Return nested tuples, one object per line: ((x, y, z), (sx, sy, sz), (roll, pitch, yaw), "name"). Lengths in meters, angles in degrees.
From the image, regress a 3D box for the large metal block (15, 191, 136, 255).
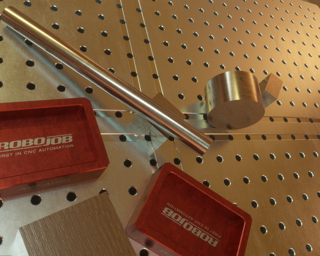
((-0.074, 0.116, 0.281), (0.081, 0.050, 0.080), (-18, 71, -35), "large metal block")

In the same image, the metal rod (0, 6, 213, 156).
((-0.067, -0.059, 0.384), (0.301, 0.025, 0.025), (34, 51, 3), "metal rod")

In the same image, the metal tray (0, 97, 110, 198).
((-0.129, 0.017, 0.324), (0.131, 0.030, 0.090), (-8, 66, -32), "metal tray")

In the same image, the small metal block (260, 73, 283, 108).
((0.175, -0.057, 0.521), (0.025, 0.050, 0.050), (37, 51, -4), "small metal block")

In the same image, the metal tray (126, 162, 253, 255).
((0.038, 0.111, 0.357), (0.130, 0.030, 0.090), (34, 51, -6), "metal tray")

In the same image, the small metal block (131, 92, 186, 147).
((-0.001, -0.012, 0.414), (0.050, 0.025, 0.050), (42, 51, 0), "small metal block")

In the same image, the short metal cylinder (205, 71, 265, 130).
((0.108, -0.039, 0.454), (0.081, 0.080, 0.050), (13, 57, -22), "short metal cylinder")
